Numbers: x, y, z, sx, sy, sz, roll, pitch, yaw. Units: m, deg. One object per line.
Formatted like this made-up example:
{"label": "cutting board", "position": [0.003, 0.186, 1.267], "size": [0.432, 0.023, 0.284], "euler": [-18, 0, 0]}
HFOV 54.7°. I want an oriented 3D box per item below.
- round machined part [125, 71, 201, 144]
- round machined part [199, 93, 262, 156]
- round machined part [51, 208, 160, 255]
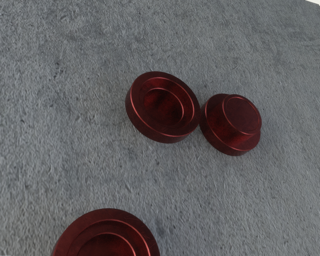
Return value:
{"label": "round machined part", "position": [0.000, -0.023, 0.407], "size": [0.099, 0.042, 0.098], "euler": [14, 56, -21]}
{"label": "round machined part", "position": [0.110, -0.011, 0.459], "size": [0.099, 0.042, 0.098], "euler": [14, 56, -21]}
{"label": "round machined part", "position": [-0.052, 0.128, 0.286], "size": [0.099, 0.042, 0.098], "euler": [14, 56, -21]}
